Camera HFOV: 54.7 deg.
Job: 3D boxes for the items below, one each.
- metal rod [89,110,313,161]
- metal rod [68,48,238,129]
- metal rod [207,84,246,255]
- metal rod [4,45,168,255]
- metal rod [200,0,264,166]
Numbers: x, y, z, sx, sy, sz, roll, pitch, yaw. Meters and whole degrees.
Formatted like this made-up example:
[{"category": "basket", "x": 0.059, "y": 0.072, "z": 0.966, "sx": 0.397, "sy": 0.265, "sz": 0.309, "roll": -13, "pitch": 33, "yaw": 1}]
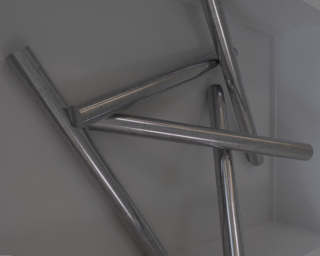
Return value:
[{"category": "metal rod", "x": 0.065, "y": 0.012, "z": 0.390, "sx": 0.302, "sy": 0.025, "sz": 0.025, "roll": 9, "pitch": 84, "yaw": -18}, {"category": "metal rod", "x": 0.017, "y": -0.065, "z": 0.403, "sx": 0.302, "sy": 0.025, "sz": 0.025, "roll": -29, "pitch": 108, "yaw": -41}, {"category": "metal rod", "x": 0.084, "y": 0.065, "z": 0.397, "sx": 0.025, "sy": 0.025, "sz": 0.300, "roll": 30, "pitch": 46, "yaw": -36}, {"category": "metal rod", "x": -0.068, "y": 0.049, "z": 0.349, "sx": 0.025, "sy": 0.025, "sz": 0.299, "roll": -43, "pitch": 116, "yaw": -31}, {"category": "metal rod", "x": 0.118, "y": -0.057, "z": 0.476, "sx": 0.025, "sy": 0.025, "sz": 0.299, "roll": -46, "pitch": 126, "yaw": -30}]
